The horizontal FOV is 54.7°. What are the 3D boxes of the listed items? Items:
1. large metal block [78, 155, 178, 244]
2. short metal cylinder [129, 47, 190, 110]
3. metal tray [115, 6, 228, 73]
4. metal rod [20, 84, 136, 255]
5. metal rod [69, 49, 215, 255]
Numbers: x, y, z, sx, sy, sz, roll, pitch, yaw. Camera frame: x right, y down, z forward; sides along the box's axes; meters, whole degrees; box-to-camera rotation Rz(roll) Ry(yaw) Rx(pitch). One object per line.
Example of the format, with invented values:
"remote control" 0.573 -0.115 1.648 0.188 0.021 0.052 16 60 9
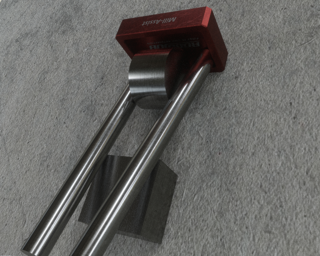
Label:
"large metal block" -0.034 0.079 0.355 0.080 0.050 0.080 2 63 28
"short metal cylinder" 0.002 -0.064 0.408 0.050 0.080 0.080 2 63 28
"metal tray" 0.017 -0.112 0.422 0.130 0.090 0.030 2 63 29
"metal rod" -0.064 0.009 0.373 0.025 0.025 0.301 2 47 29
"metal rod" -0.002 0.011 0.339 0.025 0.025 0.301 9 51 32
